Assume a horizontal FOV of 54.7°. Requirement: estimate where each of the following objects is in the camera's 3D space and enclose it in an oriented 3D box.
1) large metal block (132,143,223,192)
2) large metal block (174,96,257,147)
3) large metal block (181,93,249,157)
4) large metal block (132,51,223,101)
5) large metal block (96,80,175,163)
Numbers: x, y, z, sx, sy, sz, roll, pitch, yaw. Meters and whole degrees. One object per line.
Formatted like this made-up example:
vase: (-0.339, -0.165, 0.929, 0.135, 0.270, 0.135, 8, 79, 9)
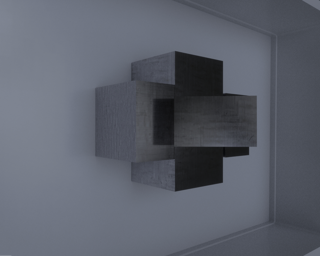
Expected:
large metal block: (0.021, 0.043, 0.387, 0.081, 0.080, 0.050, 0, 91, -40)
large metal block: (0.058, -0.007, 0.344, 0.080, 0.080, 0.050, -4, 94, -85)
large metal block: (0.074, -0.004, 0.429, 0.050, 0.080, 0.080, 0, 90, -41)
large metal block: (0.021, -0.058, 0.387, 0.081, 0.080, 0.050, 0, 91, -40)
large metal block: (-0.030, -0.007, 0.345, 0.050, 0.080, 0.080, 0, 90, -40)
